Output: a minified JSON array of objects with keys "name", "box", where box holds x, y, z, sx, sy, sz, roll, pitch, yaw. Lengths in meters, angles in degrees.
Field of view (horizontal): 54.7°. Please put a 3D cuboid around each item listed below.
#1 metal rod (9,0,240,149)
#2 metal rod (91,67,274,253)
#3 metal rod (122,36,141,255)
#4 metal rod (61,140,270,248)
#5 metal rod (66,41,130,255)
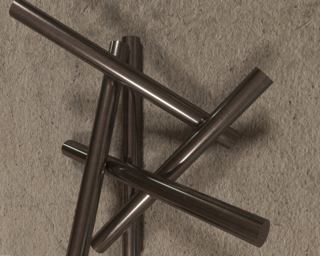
[{"name":"metal rod","box":[-0.039,-0.062,0.370,0.301,0.025,0.025,31,101,-3]},{"name":"metal rod","box":[0.014,0.049,0.370,0.025,0.025,0.299,46,107,14]},{"name":"metal rod","box":[-0.039,0.027,0.421,0.025,0.025,0.298,0,90,19]},{"name":"metal rod","box":[-0.023,0.060,0.361,0.300,0.025,0.025,15,96,40]},{"name":"metal rod","box":[-0.077,0.038,0.376,0.025,0.025,0.299,6,80,19]}]
